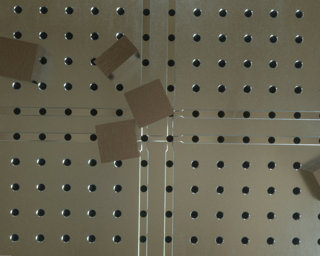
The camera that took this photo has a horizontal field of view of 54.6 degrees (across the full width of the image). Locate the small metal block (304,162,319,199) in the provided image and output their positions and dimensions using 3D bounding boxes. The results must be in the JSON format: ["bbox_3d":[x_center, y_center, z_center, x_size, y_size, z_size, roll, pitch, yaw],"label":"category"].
[{"bbox_3d":[0.232,0.068,0.415,0.050,0.025,0.050,-28,90,0],"label":"small metal block"}]

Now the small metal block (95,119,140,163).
[{"bbox_3d":[-0.055,0.017,0.413,0.050,0.025,0.050,-9,90,0],"label":"small metal block"}]

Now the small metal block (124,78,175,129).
[{"bbox_3d":[-0.014,-0.032,0.413,0.050,0.025,0.050,-23,90,0],"label":"small metal block"}]

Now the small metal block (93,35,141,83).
[{"bbox_3d":[-0.054,-0.088,0.400,0.050,0.050,0.025,-41,90,0],"label":"small metal block"}]

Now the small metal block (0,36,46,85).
[{"bbox_3d":[-0.187,-0.089,0.412,0.050,0.025,0.050,12,90,0],"label":"small metal block"}]
